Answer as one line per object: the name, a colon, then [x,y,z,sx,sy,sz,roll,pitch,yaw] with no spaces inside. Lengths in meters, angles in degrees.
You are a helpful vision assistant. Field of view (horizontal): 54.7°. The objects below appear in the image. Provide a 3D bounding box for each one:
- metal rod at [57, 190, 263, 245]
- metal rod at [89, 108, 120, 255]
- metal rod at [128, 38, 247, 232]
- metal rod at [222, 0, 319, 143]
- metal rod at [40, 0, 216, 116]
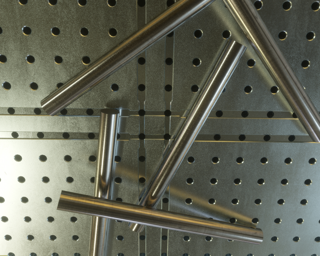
metal rod: [0.011,0.130,0.438,0.302,0.025,0.025,15,110,-15]
metal rod: [-0.086,0.117,0.455,0.025,0.025,0.298,8,110,-3]
metal rod: [0.029,0.022,0.422,0.025,0.025,0.298,25,108,-9]
metal rod: [0.126,-0.092,0.364,0.025,0.025,0.300,-37,113,12]
metal rod: [-0.022,-0.106,0.373,0.300,0.025,0.025,-33,107,11]
